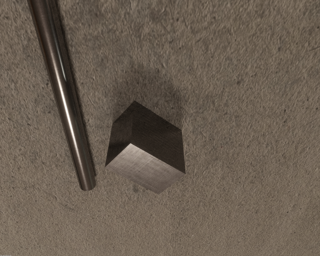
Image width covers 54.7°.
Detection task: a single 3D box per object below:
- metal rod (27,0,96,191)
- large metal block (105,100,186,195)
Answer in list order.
[{"bbox_3d":[-0.114,-0.026,0.383,0.025,0.025,0.298,-1,130,0],"label":"metal rod"},{"bbox_3d":[-0.017,0.024,0.392,0.080,0.080,0.050,32,123,-25],"label":"large metal block"}]
